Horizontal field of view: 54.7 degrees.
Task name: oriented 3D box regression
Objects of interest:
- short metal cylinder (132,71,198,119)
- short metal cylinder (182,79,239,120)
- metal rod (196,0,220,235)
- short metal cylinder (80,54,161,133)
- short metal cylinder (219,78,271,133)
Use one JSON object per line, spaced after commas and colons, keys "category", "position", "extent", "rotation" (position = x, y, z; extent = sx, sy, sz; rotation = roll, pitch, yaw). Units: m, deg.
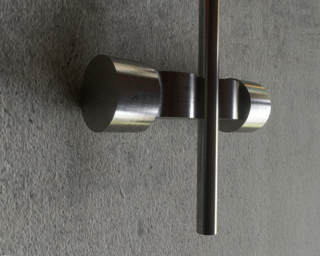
{"category": "short metal cylinder", "position": [0.005, -0.037, 0.375], "extent": [0.081, 0.080, 0.050], "rotation": [1, 90, -40]}
{"category": "short metal cylinder", "position": [0.067, -0.037, 0.426], "extent": [0.081, 0.080, 0.050], "rotation": [1, 90, -40]}
{"category": "metal rod", "position": [0.058, -0.024, 0.374], "extent": [0.025, 0.025, 0.298], "rotation": [1, 89, -40]}
{"category": "short metal cylinder", "position": [-0.044, -0.035, 0.333], "extent": [0.050, 0.080, 0.080], "rotation": [1, 90, -40]}
{"category": "short metal cylinder", "position": [0.118, -0.033, 0.469], "extent": [0.050, 0.080, 0.080], "rotation": [1, 90, -40]}
